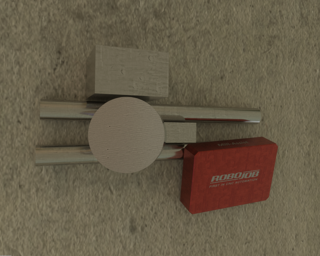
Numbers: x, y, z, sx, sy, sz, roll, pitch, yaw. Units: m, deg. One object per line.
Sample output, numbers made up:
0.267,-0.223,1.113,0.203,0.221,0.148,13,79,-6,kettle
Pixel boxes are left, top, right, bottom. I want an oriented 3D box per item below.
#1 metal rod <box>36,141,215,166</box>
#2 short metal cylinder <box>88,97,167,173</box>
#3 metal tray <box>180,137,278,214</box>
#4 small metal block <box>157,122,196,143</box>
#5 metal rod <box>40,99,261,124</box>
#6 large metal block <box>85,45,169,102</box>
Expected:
-0.002,0.031,0.411,0.303,0.025,0.025,0,90,-21,metal rod
-0.034,0.008,0.347,0.080,0.050,0.079,0,88,3,short metal cylinder
0.096,0.063,0.430,0.131,0.030,0.089,-4,109,-22,metal tray
0.013,0.005,0.402,0.050,0.050,0.025,1,90,-20,small metal block
0.003,-0.020,0.412,0.303,0.025,0.025,1,90,-21,metal rod
-0.042,-0.060,0.367,0.081,0.080,0.050,1,90,-20,large metal block
